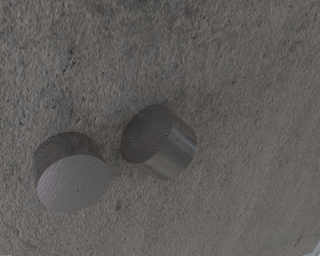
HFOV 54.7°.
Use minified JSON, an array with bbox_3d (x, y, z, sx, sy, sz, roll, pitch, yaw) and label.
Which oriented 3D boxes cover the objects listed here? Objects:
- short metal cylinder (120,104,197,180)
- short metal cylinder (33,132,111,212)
[{"bbox_3d":[-0.002,0.017,0.381,0.080,0.080,0.050,-47,129,5],"label":"short metal cylinder"},{"bbox_3d":[-0.105,0.051,0.365,0.081,0.050,0.079,-14,124,-21],"label":"short metal cylinder"}]
